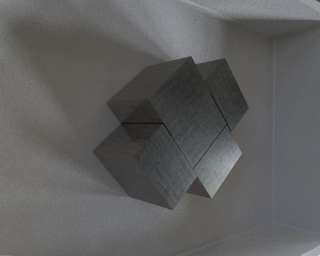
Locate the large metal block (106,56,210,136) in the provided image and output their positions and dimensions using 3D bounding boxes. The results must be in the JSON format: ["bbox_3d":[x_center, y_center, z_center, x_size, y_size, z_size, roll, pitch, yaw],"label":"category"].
[{"bbox_3d":[-0.002,-0.037,0.369,0.080,0.080,0.050,-48,119,-30],"label":"large metal block"}]

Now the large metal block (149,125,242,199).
[{"bbox_3d":[0.048,0.040,0.412,0.080,0.080,0.050,-48,119,-30],"label":"large metal block"}]

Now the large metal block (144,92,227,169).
[{"bbox_3d":[0.022,0.002,0.391,0.080,0.080,0.050,-48,119,-30],"label":"large metal block"}]

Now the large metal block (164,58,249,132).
[{"bbox_3d":[0.061,-0.042,0.423,0.050,0.080,0.080,-49,119,-29],"label":"large metal block"}]

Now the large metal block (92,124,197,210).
[{"bbox_3d":[-0.018,0.041,0.357,0.050,0.080,0.080,-49,119,-29],"label":"large metal block"}]
